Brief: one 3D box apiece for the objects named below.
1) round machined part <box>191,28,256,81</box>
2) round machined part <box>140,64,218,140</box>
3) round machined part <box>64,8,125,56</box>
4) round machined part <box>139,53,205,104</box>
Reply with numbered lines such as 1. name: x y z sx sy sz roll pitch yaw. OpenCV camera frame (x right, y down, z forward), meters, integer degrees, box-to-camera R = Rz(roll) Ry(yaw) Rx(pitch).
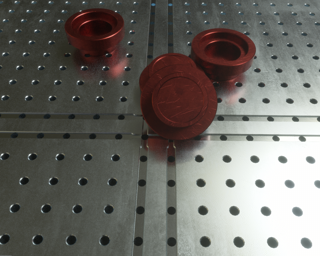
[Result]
1. round machined part: 0.098 -0.113 0.492 0.099 0.042 0.098 0 50 0
2. round machined part: 0.024 -0.033 0.393 0.099 0.042 0.098 0 87 -1
3. round machined part: -0.109 -0.161 0.532 0.099 0.042 0.098 0 50 0
4. round machined part: 0.019 -0.071 0.451 0.098 0.042 0.098 -2 55 2
